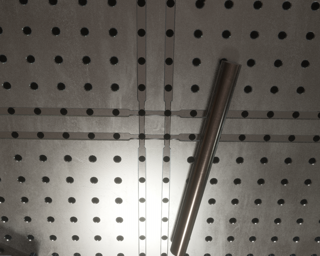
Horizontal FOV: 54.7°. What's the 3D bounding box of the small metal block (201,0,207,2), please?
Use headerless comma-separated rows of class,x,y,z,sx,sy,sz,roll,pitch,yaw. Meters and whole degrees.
small metal block,0.053,-0.180,0.348,0.050,0.025,0.050,-41,106,13

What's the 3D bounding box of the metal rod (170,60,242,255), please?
metal rod,0.059,0.056,0.434,0.025,0.025,0.298,11,110,-5

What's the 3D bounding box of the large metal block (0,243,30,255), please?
large metal block,-0.253,0.233,0.483,0.080,0.050,0.080,30,107,-11
